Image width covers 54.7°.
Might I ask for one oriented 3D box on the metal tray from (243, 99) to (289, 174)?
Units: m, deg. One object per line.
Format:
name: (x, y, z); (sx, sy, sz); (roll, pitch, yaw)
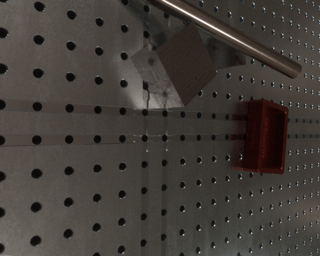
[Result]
metal tray: (0.199, 0.018, 0.576); (0.091, 0.030, 0.129); (11, 83, -40)

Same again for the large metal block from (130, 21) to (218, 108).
large metal block: (0.021, -0.082, 0.412); (0.080, 0.050, 0.080); (-45, 117, -31)

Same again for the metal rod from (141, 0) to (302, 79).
metal rod: (0.081, -0.136, 0.428); (0.302, 0.025, 0.025); (20, 77, -23)

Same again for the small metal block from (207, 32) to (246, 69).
small metal block: (0.104, -0.120, 0.482); (0.025, 0.050, 0.050); (-12, 98, -40)
